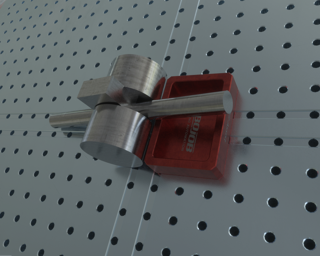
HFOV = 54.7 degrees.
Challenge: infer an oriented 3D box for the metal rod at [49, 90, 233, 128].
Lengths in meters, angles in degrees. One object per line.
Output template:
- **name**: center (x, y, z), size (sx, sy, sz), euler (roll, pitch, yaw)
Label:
- **metal rod**: center (-0.049, -0.020, 0.416), size (0.300, 0.025, 0.025), euler (-4, 60, 36)

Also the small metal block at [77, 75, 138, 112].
- **small metal block**: center (-0.065, -0.038, 0.389), size (0.050, 0.050, 0.025), euler (-4, 60, 36)

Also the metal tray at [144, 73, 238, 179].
- **metal tray**: center (0.041, -0.006, 0.387), size (0.090, 0.030, 0.130), euler (1, 62, 28)

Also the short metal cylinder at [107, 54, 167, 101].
- **short metal cylinder**: center (-0.035, -0.055, 0.423), size (0.080, 0.080, 0.050), euler (1, 62, 28)

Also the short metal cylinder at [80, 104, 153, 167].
- **short metal cylinder**: center (-0.054, 0.012, 0.393), size (0.080, 0.080, 0.050), euler (2, 63, 29)
